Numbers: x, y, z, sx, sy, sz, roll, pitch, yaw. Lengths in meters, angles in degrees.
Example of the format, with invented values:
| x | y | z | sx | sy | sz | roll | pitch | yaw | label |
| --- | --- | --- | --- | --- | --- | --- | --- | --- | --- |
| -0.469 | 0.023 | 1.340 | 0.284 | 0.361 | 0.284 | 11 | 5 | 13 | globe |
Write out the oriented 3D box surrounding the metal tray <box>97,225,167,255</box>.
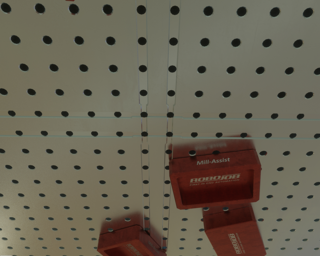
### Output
| x | y | z | sx | sy | sz | roll | pitch | yaw | label |
| --- | --- | --- | --- | --- | --- | --- | --- | --- | --- |
| -0.052 | 0.249 | 0.618 | 0.090 | 0.030 | 0.130 | -20 | 128 | 16 | metal tray |

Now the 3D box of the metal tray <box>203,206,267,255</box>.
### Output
| x | y | z | sx | sy | sz | roll | pitch | yaw | label |
| --- | --- | --- | --- | --- | --- | --- | --- | --- | --- |
| 0.142 | 0.204 | 0.583 | 0.090 | 0.030 | 0.130 | -16 | 129 | 13 | metal tray |

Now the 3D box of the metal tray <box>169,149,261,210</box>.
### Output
| x | y | z | sx | sy | sz | roll | pitch | yaw | label |
| --- | --- | --- | --- | --- | --- | --- | --- | --- | --- |
| 0.085 | 0.082 | 0.478 | 0.131 | 0.030 | 0.090 | -8 | 130 | 6 | metal tray |
